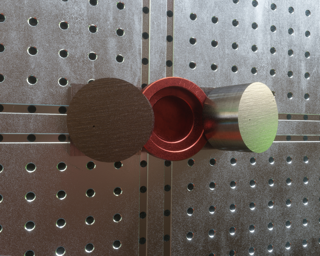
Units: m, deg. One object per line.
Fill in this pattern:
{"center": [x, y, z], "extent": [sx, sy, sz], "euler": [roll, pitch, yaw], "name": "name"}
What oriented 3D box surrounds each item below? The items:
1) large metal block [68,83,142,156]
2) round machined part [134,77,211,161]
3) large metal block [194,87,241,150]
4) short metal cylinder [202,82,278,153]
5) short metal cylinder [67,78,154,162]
{"center": [-0.068, -0.009, 0.374], "extent": [0.081, 0.050, 0.080], "euler": [1, 90, -20], "name": "large metal block"}
{"center": [0.011, -0.011, 0.376], "extent": [0.099, 0.042, 0.097], "euler": [0, 90, -20], "name": "round machined part"}
{"center": [0.073, -0.013, 0.426], "extent": [0.081, 0.050, 0.080], "euler": [-1, 91, -20], "name": "large metal block"}
{"center": [0.096, -0.012, 0.368], "extent": [0.081, 0.050, 0.080], "euler": [0, 90, -40], "name": "short metal cylinder"}
{"center": [-0.047, -0.008, 0.315], "extent": [0.080, 0.050, 0.079], "euler": [0, 91, 1], "name": "short metal cylinder"}
